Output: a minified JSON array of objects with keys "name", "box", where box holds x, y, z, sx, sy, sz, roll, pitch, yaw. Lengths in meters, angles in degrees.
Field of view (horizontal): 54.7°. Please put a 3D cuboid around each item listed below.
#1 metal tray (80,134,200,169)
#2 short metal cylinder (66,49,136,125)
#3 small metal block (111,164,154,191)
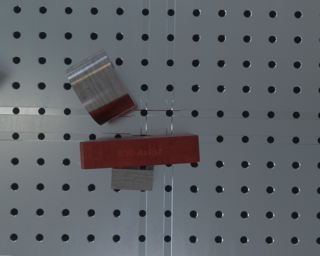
[{"name":"metal tray","box":[-0.022,0.026,0.380,0.131,0.090,0.030,-3,90,0]},{"name":"short metal cylinder","box":[-0.071,-0.050,0.385,0.050,0.080,0.080,-30,90,0]},{"name":"small metal block","box":[-0.034,0.063,0.401,0.050,0.050,0.025,3,90,0]}]
